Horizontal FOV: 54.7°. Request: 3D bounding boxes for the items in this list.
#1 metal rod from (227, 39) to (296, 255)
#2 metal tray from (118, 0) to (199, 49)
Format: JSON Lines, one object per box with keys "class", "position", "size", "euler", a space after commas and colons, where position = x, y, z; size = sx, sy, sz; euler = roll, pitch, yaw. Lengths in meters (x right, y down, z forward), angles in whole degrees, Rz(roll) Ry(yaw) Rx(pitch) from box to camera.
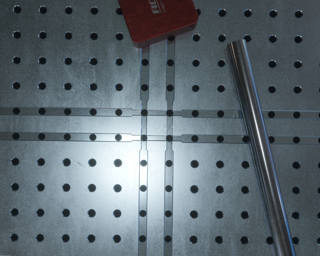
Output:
{"class": "metal rod", "position": [0.136, 0.031, 0.414], "size": [0.025, 0.025, 0.298], "euler": [-13, 90, 0]}
{"class": "metal tray", "position": [-0.013, -0.183, 0.410], "size": [0.090, 0.030, 0.129], "euler": [-19, 90, 0]}
